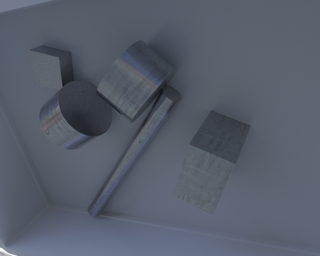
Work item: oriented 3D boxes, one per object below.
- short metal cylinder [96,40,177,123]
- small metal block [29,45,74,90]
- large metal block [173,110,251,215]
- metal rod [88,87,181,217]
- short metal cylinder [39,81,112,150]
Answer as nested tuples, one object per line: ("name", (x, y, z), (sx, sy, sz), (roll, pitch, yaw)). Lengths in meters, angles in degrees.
("short metal cylinder", (-0.026, -0.052, 0.353), (0.050, 0.080, 0.080), (41, 129, 0))
("small metal block", (-0.151, -0.084, 0.434), (0.050, 0.025, 0.050), (16, 125, 18))
("large metal block", (0.061, 0.038, 0.364), (0.050, 0.080, 0.079), (23, 127, 14))
("metal rod", (-0.052, 0.054, 0.467), (0.025, 0.025, 0.298), (37, 129, 3))
("short metal cylinder", (-0.113, -0.017, 0.420), (0.050, 0.080, 0.080), (-29, 103, 37))
